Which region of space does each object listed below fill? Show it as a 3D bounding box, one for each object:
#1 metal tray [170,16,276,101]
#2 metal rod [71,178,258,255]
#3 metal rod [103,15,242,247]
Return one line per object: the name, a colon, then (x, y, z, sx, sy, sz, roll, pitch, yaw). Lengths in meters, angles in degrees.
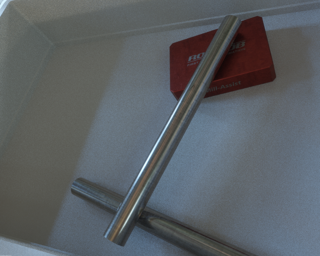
metal tray: (0.079, -0.090, 0.416, 0.130, 0.030, 0.090, -13, 56, 20)
metal rod: (0.013, 0.110, 0.330, 0.300, 0.025, 0.025, 15, 69, 33)
metal rod: (0.023, -0.009, 0.360, 0.025, 0.025, 0.300, 19, 73, 35)
